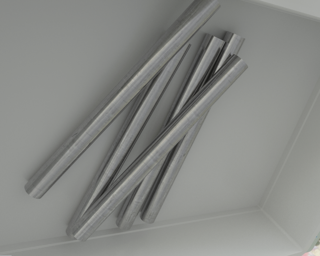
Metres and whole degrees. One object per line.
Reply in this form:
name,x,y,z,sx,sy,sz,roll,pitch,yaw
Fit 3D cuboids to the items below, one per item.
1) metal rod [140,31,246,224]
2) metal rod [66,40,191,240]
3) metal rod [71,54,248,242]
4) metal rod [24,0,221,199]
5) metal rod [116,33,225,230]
metal rod,0.038,0.012,0.436,0.025,0.025,0.298,11,113,-33
metal rod,-0.047,0.022,0.396,0.025,0.025,0.298,19,108,-36
metal rod,-0.004,0.028,0.389,0.300,0.025,0.025,-47,129,5
metal rod,-0.048,-0.030,0.349,0.299,0.025,0.025,-46,130,9
metal rod,0.007,0.018,0.422,0.025,0.025,0.298,13,112,-34
